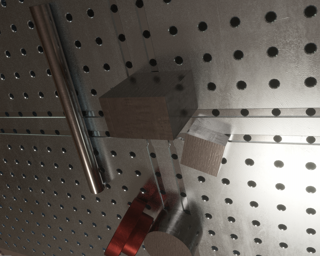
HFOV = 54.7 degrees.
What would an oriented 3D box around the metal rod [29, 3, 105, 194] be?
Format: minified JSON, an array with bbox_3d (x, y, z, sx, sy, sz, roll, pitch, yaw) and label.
[{"bbox_3d":[-0.130,-0.026,0.461,0.025,0.025,0.298,4,121,26],"label":"metal rod"}]

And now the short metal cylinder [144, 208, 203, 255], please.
[{"bbox_3d":[0.022,0.175,0.491,0.080,0.050,0.079,13,124,20],"label":"short metal cylinder"}]

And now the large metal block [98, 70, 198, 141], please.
[{"bbox_3d":[-0.010,-0.029,0.362,0.080,0.080,0.050,2,119,27],"label":"large metal block"}]

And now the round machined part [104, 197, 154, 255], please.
[{"bbox_3d":[-0.044,0.162,0.487,0.042,0.098,0.097,28,128,4],"label":"round machined part"}]

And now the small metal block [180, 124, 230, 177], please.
[{"bbox_3d":[0.057,0.029,0.398,0.050,0.025,0.050,19,126,16],"label":"small metal block"}]
